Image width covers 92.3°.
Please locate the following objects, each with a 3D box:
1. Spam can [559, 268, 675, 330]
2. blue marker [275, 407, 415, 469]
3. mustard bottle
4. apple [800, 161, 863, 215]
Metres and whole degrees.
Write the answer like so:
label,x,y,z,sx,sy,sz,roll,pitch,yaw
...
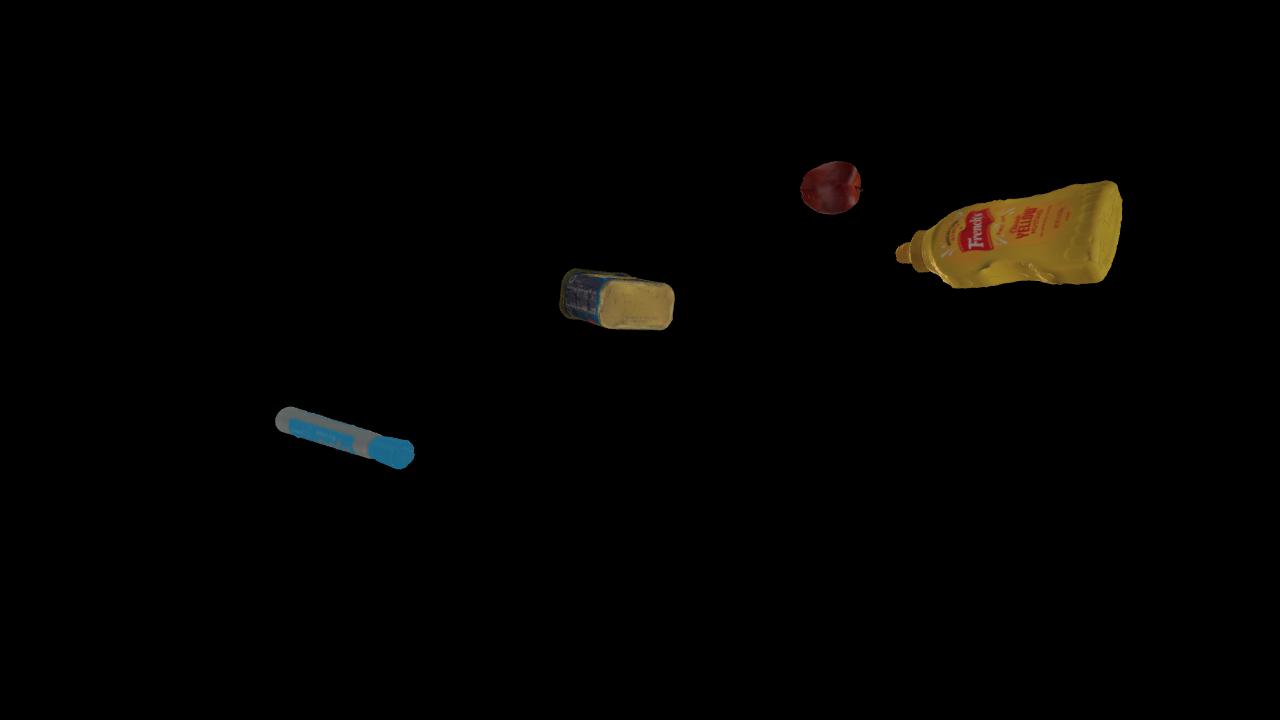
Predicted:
label,x,y,z,sx,sy,sz,roll,pitch,yaw
Spam can,-0.024,-0.066,0.681,0.101,0.058,0.085,-1,12,-36
blue marker,-0.198,0.051,0.411,0.121,0.020,0.020,10,4,26
mustard bottle,0.327,-0.108,0.572,0.054,0.092,0.184,30,-16,-34
apple,0.298,-0.265,0.952,0.093,0.079,0.079,9,5,33
